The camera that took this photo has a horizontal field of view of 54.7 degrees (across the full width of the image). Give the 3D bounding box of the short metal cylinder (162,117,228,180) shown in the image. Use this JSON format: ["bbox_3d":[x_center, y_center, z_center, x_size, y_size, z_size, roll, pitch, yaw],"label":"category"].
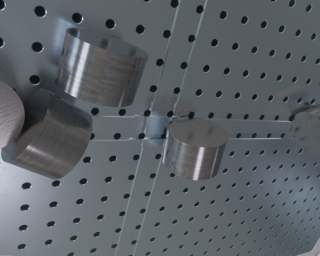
[{"bbox_3d":[0.046,0.025,0.416,0.081,0.080,0.050,-6,121,-25],"label":"short metal cylinder"}]

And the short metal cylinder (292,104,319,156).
[{"bbox_3d":[0.274,0.001,0.526,0.050,0.080,0.080,-22,127,-15],"label":"short metal cylinder"}]

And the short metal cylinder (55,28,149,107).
[{"bbox_3d":[-0.057,-0.061,0.307,0.081,0.080,0.050,7,115,-32],"label":"short metal cylinder"}]

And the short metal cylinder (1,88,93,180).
[{"bbox_3d":[-0.115,0.007,0.317,0.050,0.080,0.080,34,99,-39],"label":"short metal cylinder"}]

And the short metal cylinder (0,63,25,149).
[{"bbox_3d":[-0.172,-0.022,0.288,0.081,0.050,0.079,-14,124,-21],"label":"short metal cylinder"}]
